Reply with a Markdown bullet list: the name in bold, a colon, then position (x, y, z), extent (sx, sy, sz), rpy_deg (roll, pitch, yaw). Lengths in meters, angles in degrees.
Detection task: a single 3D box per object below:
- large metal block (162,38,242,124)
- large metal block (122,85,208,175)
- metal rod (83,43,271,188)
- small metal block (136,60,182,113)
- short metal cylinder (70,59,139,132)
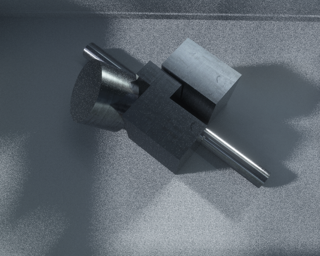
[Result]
- **large metal block**: position (0.049, -0.055, 0.401), extent (0.080, 0.080, 0.050), rpy_deg (38, 74, 12)
- **large metal block**: position (0.005, 0.005, 0.378), extent (0.080, 0.080, 0.050), rpy_deg (37, 74, 12)
- **metal rod**: position (0.014, -0.024, 0.418), extent (0.300, 0.025, 0.025), rpy_deg (37, 74, 12)
- **small metal block**: position (-0.001, -0.049, 0.388), extent (0.050, 0.050, 0.025), rpy_deg (39, 75, 12)
- **short metal cylinder**: position (-0.070, -0.039, 0.386), extent (0.050, 0.080, 0.080), rpy_deg (17, 65, -37)
